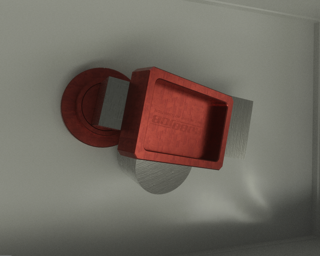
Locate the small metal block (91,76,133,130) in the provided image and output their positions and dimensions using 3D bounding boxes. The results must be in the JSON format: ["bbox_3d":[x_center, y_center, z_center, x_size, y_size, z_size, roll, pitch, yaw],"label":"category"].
[{"bbox_3d":[-0.052,-0.025,0.332,0.025,0.050,0.050,13,86,-20],"label":"small metal block"}]

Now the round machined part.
[{"bbox_3d":[-0.068,-0.025,0.375,0.099,0.042,0.097,0,90,-21],"label":"round machined part"}]

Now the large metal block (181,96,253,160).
[{"bbox_3d":[0.073,-0.004,0.423,0.081,0.050,0.080,11,87,-20],"label":"large metal block"}]

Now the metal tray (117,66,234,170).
[{"bbox_3d":[0.023,-0.005,0.341,0.131,0.030,0.090,13,86,-39],"label":"metal tray"}]

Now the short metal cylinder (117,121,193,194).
[{"bbox_3d":[-0.006,0.035,0.382,0.081,0.050,0.079,-9,108,-30],"label":"short metal cylinder"}]
